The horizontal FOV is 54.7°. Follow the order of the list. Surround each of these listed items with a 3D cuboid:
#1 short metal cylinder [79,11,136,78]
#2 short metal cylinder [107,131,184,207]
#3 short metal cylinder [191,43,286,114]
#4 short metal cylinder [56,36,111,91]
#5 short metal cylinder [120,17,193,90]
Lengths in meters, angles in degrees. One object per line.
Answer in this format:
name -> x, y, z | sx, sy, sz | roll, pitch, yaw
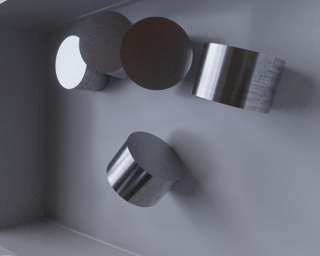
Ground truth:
short metal cylinder -> -0.061, -0.111, 0.422 | 0.080, 0.050, 0.079 | 0, 91, 17
short metal cylinder -> -0.018, 0.050, 0.384 | 0.050, 0.081, 0.080 | -52, 60, 27
short metal cylinder -> 0.076, -0.049, 0.307 | 0.080, 0.081, 0.050 | 23, 104, 37
short metal cylinder -> -0.119, -0.099, 0.486 | 0.080, 0.050, 0.079 | 0, 90, 40
short metal cylinder -> -0.006, -0.085, 0.366 | 0.050, 0.081, 0.079 | -128, 46, -80
